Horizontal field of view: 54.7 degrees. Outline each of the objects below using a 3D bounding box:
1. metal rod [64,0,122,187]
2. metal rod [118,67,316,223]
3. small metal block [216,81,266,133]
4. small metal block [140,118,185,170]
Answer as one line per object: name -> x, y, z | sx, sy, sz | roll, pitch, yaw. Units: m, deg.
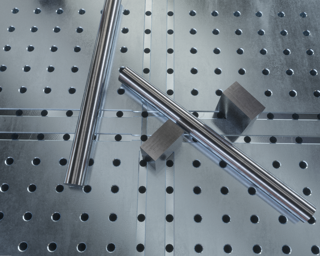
metal rod -> -0.089, -0.068, 0.435 | 0.025, 0.025, 0.299 | 6, 70, 2
metal rod -> 0.065, 0.014, 0.406 | 0.300, 0.025, 0.025 | 38, 74, 12
small metal block -> 0.104, -0.026, 0.409 | 0.025, 0.050, 0.050 | -40, 75, -13
small metal block -> 0.003, 0.022, 0.390 | 0.025, 0.050, 0.050 | 42, 75, 14
